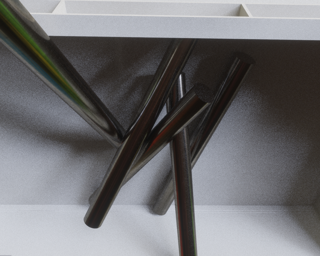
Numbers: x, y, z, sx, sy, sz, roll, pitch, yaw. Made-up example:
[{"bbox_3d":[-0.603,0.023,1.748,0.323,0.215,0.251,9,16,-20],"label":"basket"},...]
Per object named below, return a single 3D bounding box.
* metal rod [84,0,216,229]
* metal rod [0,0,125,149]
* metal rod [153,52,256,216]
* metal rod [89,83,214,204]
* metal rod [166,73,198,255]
[{"bbox_3d":[-0.022,-0.001,0.355,0.025,0.025,0.298,21,111,-18],"label":"metal rod"},{"bbox_3d":[-0.067,-0.020,0.299,0.025,0.025,0.300,-9,159,7],"label":"metal rod"},{"bbox_3d":[0.047,0.030,0.435,0.025,0.025,0.298,14,129,-12],"label":"metal rod"},{"bbox_3d":[-0.031,0.043,0.408,0.025,0.025,0.298,24,137,-20],"label":"metal rod"},{"bbox_3d":[0.030,0.079,0.400,0.025,0.025,0.298,-5,106,3],"label":"metal rod"}]
